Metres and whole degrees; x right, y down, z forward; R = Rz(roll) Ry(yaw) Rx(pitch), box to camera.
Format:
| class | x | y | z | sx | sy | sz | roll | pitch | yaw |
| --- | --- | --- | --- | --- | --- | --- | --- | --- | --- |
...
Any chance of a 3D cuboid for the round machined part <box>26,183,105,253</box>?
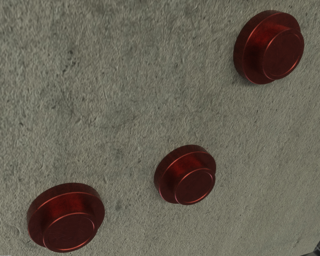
| class | x | y | z | sx | sy | sz | roll | pitch | yaw |
| --- | --- | --- | --- | --- | --- | --- | --- | --- | --- |
| round machined part | -0.120 | 0.124 | 0.407 | 0.099 | 0.042 | 0.097 | -14 | 124 | -21 |

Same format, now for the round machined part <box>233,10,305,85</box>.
| class | x | y | z | sx | sy | sz | roll | pitch | yaw |
| --- | --- | --- | --- | --- | --- | --- | --- | --- | --- |
| round machined part | 0.151 | -0.103 | 0.414 | 0.099 | 0.042 | 0.097 | -14 | 124 | -21 |

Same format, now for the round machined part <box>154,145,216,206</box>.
| class | x | y | z | sx | sy | sz | roll | pitch | yaw |
| --- | --- | --- | --- | --- | --- | --- | --- | --- | --- |
| round machined part | 0.044 | 0.077 | 0.467 | 0.099 | 0.042 | 0.097 | -14 | 124 | -21 |
